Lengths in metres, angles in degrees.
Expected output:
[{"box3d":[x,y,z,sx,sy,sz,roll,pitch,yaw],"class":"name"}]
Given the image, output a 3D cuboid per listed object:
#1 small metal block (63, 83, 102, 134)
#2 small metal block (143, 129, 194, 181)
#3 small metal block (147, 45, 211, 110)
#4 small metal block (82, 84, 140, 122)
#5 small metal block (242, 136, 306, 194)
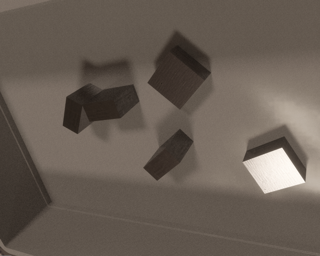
[{"box3d":[-0.106,-0.028,0.429,0.025,0.050,0.050,29,128,10],"class":"small metal block"},{"box3d":[0.011,0.035,0.407,0.025,0.050,0.050,44,129,-2],"class":"small metal block"},{"box3d":[0.022,-0.058,0.360,0.050,0.025,0.050,40,129,0],"class":"small metal block"},{"box3d":[-0.063,-0.033,0.404,0.050,0.050,0.025,-5,116,30],"class":"small metal block"},{"box3d":[0.135,0.044,0.365,0.050,0.025,0.050,-29,103,37],"class":"small metal block"}]
